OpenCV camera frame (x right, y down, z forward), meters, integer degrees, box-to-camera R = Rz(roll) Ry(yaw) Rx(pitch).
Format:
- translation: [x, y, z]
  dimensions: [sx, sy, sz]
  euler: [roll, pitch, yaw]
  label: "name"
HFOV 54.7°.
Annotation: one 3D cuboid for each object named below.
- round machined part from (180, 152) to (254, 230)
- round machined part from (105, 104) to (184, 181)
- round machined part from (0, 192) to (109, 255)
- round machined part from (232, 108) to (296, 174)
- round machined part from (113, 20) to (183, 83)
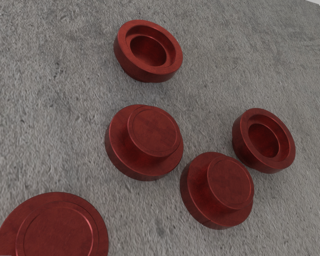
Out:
- translation: [0.078, 0.074, 0.390]
  dimensions: [0.099, 0.042, 0.098]
  euler: [14, 56, -21]
  label: "round machined part"
- translation: [-0.014, 0.012, 0.378]
  dimensions: [0.099, 0.042, 0.098]
  euler: [14, 56, -21]
  label: "round machined part"
- translation: [-0.094, 0.104, 0.279]
  dimensions: [0.099, 0.042, 0.098]
  euler: [14, 56, -21]
  label: "round machined part"
- translation: [0.147, 0.022, 0.458]
  dimensions: [0.099, 0.042, 0.098]
  euler: [14, 56, -21]
  label: "round machined part"
- translation: [-0.020, -0.105, 0.446]
  dimensions: [0.099, 0.042, 0.098]
  euler: [14, 56, -21]
  label: "round machined part"
